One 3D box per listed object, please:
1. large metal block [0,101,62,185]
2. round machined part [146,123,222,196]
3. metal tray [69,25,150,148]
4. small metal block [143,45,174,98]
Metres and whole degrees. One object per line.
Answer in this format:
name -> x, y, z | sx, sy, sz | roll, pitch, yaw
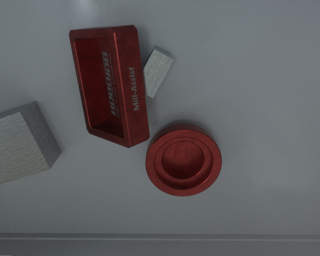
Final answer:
large metal block -> -0.189, 0.020, 0.403 | 0.080, 0.050, 0.080 | -18, 109, 6
round machined part -> 0.031, 0.039, 0.417 | 0.099, 0.042, 0.097 | 0, 110, -1
metal tray -> -0.059, -0.049, 0.360 | 0.030, 0.090, 0.129 | -23, 117, -39
small metal block -> -0.007, -0.069, 0.372 | 0.025, 0.050, 0.050 | 27, 108, -10
